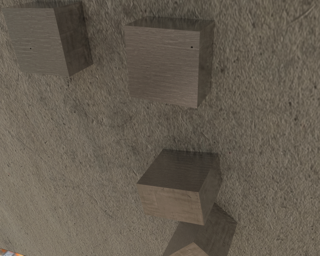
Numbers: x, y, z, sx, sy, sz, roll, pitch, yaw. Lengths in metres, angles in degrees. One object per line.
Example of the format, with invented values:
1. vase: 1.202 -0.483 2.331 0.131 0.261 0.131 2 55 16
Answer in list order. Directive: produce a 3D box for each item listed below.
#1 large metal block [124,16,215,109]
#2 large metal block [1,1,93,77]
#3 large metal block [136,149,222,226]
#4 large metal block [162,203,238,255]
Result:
1. large metal block: 0.012 -0.074 0.339 0.080 0.050 0.079 12 124 22
2. large metal block: -0.140 -0.115 0.393 0.080 0.050 0.079 9 123 23
3. large metal block: 0.028 0.072 0.401 0.080 0.080 0.050 2 120 27
4. large metal block: 0.056 0.162 0.442 0.050 0.080 0.080 42 129 -1
